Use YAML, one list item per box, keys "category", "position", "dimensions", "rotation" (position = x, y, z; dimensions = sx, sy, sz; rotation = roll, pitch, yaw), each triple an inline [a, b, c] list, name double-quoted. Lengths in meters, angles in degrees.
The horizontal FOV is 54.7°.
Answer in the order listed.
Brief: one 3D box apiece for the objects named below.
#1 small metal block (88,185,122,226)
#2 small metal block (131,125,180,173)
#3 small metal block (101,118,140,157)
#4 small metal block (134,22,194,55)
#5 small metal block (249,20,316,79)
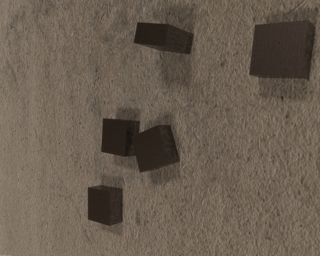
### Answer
- category: "small metal block"
  position: [-0.084, 0.116, 0.472]
  dimensions: [0.050, 0.025, 0.050]
  rotation: [0, 90, 39]
- category: "small metal block"
  position: [-0.006, 0.028, 0.408]
  dimensions: [0.050, 0.025, 0.050]
  rotation: [-24, 75, 37]
- category: "small metal block"
  position: [-0.058, 0.013, 0.451]
  dimensions: [0.050, 0.025, 0.050]
  rotation: [6, 94, 39]
- category: "small metal block"
  position: [0.005, -0.111, 0.383]
  dimensions: [0.050, 0.050, 0.025]
  rotation: [19, 102, 38]
- category: "small metal block"
  position: [0.120, -0.075, 0.305]
  dimensions: [0.050, 0.025, 0.050]
  rotation: [9, 96, 39]
